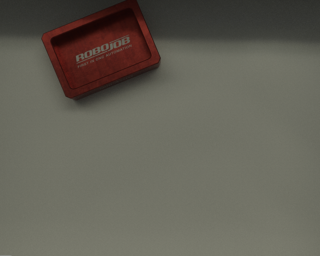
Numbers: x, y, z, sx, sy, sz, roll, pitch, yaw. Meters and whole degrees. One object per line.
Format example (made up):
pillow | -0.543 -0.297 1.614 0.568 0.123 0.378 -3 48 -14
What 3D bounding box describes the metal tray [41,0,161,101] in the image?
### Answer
metal tray | -0.075 -0.101 0.407 0.131 0.030 0.090 -22 90 -1
